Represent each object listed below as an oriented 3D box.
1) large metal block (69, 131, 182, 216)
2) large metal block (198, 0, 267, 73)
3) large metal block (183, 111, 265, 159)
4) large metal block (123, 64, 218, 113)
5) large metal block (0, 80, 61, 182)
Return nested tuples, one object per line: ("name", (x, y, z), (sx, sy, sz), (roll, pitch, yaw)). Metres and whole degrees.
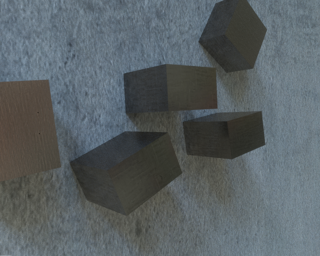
("large metal block", (-0.037, 0.044, 0.339), (0.081, 0.080, 0.050), (-31, 110, -36))
("large metal block", (0.117, -0.146, 0.489), (0.080, 0.050, 0.080), (37, 67, -34))
("large metal block", (0.093, 0.008, 0.449), (0.081, 0.080, 0.050), (-15, 100, -39))
("large metal block", (0.013, -0.046, 0.381), (0.081, 0.080, 0.050), (-6, 94, -40))
("large metal block", (-0.141, 0.002, 0.271), (0.081, 0.050, 0.079), (-11, 97, -40))
